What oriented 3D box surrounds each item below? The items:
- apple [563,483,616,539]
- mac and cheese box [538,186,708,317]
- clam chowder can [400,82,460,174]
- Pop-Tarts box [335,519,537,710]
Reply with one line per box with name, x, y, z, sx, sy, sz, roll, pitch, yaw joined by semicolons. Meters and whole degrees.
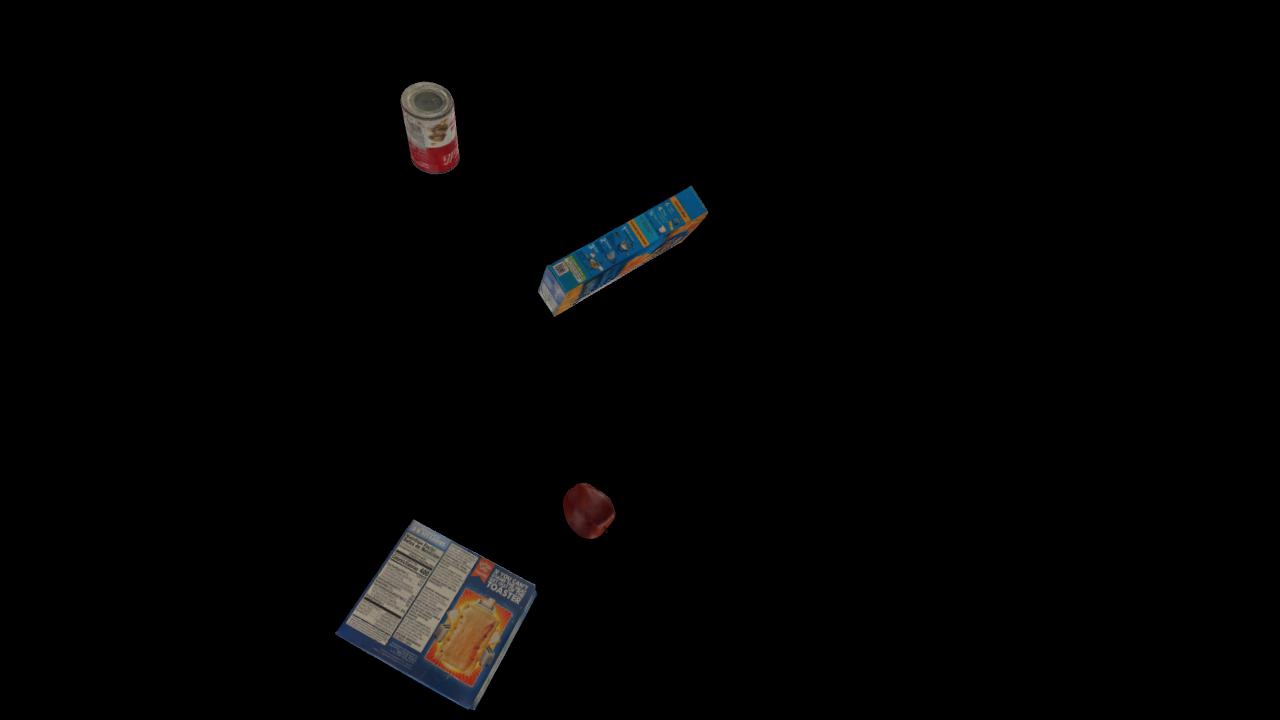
apple;-0.084;0.249;1.012;0.093;0.079;0.079;44;15;16
mac and cheese box;-0.020;-0.116;0.664;0.184;0.041;0.093;-33;-1;-18
clam chowder can;-0.283;-0.314;0.835;0.068;0.068;0.102;0;-26;-11
Pop-Tarts box;-0.227;0.293;0.712;0.167;0.141;0.083;27;-29;4
